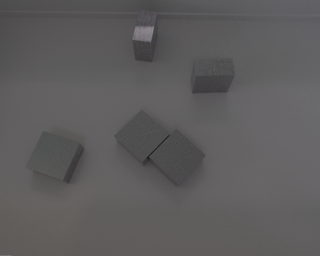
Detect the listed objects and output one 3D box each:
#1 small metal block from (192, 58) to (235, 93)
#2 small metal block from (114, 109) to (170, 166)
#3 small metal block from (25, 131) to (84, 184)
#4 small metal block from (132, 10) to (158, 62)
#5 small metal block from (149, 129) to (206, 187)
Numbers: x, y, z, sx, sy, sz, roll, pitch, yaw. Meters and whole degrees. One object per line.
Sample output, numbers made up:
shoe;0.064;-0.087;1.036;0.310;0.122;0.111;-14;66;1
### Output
small metal block;0.070;-0.070;0.422;0.050;0.050;0.025;-2;70;-1
small metal block;-0.023;0.013;0.405;0.050;0.025;0.050;41;75;14
small metal block;-0.133;0.037;0.395;0.050;0.025;0.050;18;71;6
small metal block;-0.020;-0.130;0.444;0.025;0.050;0.050;9;70;3
small metal block;0.021;0.038;0.394;0.050;0.025;0.050;42;75;9
